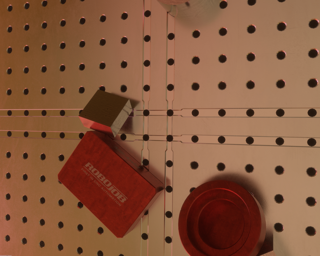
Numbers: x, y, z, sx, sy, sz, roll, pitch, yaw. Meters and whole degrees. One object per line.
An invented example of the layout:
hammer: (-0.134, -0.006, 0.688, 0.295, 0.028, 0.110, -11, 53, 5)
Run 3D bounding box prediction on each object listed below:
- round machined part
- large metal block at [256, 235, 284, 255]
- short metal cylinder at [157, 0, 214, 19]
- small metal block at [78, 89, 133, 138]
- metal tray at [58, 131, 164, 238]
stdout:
round machined part: (0.074, 0.114, 0.363, 0.098, 0.042, 0.098, -16, 57, 26)
large metal block: (0.115, 0.184, 0.359, 0.080, 0.050, 0.080, -31, 80, 17)
short metal cylinder: (0.029, -0.186, 0.389, 0.080, 0.050, 0.079, 0, 90, 20)
small metal block: (-0.074, -0.021, 0.425, 0.050, 0.025, 0.050, 19, 60, 19)
metal tray: (-0.071, 0.076, 0.435, 0.130, 0.030, 0.090, 39, 102, 15)
